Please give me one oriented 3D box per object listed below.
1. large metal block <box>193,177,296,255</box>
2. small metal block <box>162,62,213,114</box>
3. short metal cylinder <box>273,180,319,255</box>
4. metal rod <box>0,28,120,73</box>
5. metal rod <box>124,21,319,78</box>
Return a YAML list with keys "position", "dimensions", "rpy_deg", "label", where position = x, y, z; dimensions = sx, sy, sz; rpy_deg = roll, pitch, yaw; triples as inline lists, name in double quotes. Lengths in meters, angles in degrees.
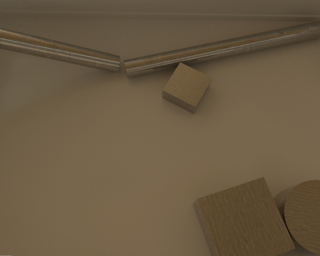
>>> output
- position: [0.092, 0.111, 0.357]
  dimensions: [0.081, 0.050, 0.080]
  rpy_deg: [-17, 71, -7]
  label: "large metal block"
- position: [0.038, -0.055, 0.430]
  dimensions: [0.050, 0.025, 0.050]
  rpy_deg: [28, 72, 9]
  label: "small metal block"
- position: [0.176, 0.105, 0.360]
  dimensions: [0.081, 0.050, 0.080]
  rpy_deg: [0, 70, 0]
  label: "short metal cylinder"
- position: [-0.194, -0.109, 0.374]
  dimensions: [0.302, 0.025, 0.025]
  rpy_deg: [7, 68, -28]
  label: "metal rod"
- position: [0.098, -0.116, 0.451]
  dimensions: [0.302, 0.025, 0.025]
  rpy_deg: [-13, 71, -6]
  label: "metal rod"
